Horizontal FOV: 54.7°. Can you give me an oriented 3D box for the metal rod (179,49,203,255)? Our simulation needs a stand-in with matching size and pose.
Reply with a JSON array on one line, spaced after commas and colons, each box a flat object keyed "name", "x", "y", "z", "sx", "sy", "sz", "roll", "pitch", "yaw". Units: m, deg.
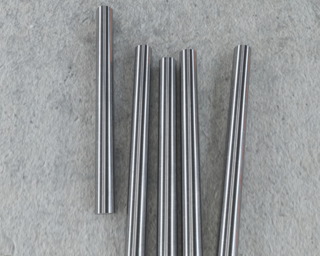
[{"name": "metal rod", "x": 0.039, "y": 0.033, "z": 0.396, "sx": 0.025, "sy": 0.025, "sz": 0.299, "roll": 1, "pitch": 70, "yaw": 0}]

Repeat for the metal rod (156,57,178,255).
[{"name": "metal rod", "x": 0.009, "y": 0.046, "z": 0.391, "sx": 0.025, "sy": 0.025, "sz": 0.299, "roll": 1, "pitch": 70, "yaw": 0}]

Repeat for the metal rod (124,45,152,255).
[{"name": "metal rod", "x": -0.026, "y": 0.027, "z": 0.397, "sx": 0.025, "sy": 0.025, "sz": 0.299, "roll": 1, "pitch": 70, "yaw": 0}]

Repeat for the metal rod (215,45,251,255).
[{"name": "metal rod", "x": 0.097, "y": 0.025, "z": 0.400, "sx": 0.025, "sy": 0.025, "sz": 0.299, "roll": 9, "pitch": 70, "yaw": 3}]

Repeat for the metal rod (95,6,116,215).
[{"name": "metal rod", "x": -0.075, "y": -0.038, "z": 0.420, "sx": 0.025, "sy": 0.025, "sz": 0.299, "roll": -3, "pitch": 70, "yaw": -2}]
